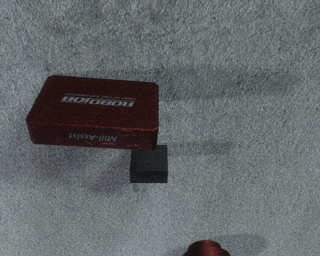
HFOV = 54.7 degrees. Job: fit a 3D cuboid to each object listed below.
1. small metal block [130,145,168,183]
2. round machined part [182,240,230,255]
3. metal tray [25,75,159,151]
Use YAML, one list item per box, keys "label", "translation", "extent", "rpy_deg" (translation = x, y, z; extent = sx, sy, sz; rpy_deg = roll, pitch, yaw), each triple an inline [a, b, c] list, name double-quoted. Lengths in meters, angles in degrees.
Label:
- label: "small metal block"
  translation: [-0.015, 0.050, 0.433]
  extent: [0.050, 0.050, 0.025]
  rpy_deg: [1, 130, -1]
- label: "round machined part"
  translation: [0.092, 0.261, 0.620]
  extent: [0.099, 0.042, 0.097]
  rpy_deg: [-1, 130, 0]
- label: "metal tray"
  translation: [-0.068, -0.019, 0.346]
  extent: [0.131, 0.090, 0.030]
  rpy_deg: [4, 130, -4]
